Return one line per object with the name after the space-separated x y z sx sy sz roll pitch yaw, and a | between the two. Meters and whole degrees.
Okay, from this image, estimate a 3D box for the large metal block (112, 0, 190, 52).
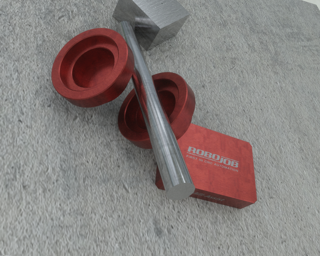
-0.013 -0.180 0.492 0.080 0.050 0.080 47 51 4 | large metal block

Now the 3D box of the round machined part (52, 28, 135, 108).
-0.076 -0.068 0.373 0.098 0.042 0.098 -7 65 16 | round machined part

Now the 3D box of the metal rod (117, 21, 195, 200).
-0.018 -0.048 0.367 0.025 0.025 0.300 7 40 -25 | metal rod

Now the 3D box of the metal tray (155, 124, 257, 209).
0.062 0.047 0.407 0.131 0.030 0.090 18 55 -19 | metal tray

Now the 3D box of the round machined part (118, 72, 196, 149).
0.000 -0.017 0.380 0.042 0.098 0.098 44 41 -43 | round machined part
